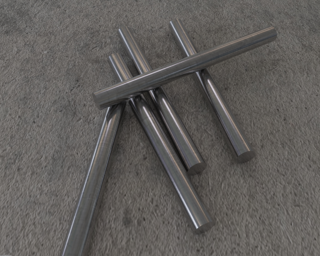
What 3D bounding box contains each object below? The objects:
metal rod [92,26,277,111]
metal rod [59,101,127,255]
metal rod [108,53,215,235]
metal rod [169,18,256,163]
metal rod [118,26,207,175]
[{"bbox_3d":[0.048,-0.092,0.446,0.302,0.025,0.025,-24,54,-19],"label":"metal rod"},{"bbox_3d":[-0.077,0.077,0.337,0.025,0.025,0.300,5,50,4],"label":"metal rod"},{"bbox_3d":[-0.013,-0.003,0.405,0.025,0.025,0.300,-18,52,-15],"label":"metal rod"},{"bbox_3d":[0.066,-0.076,0.466,0.025,0.025,0.300,-11,51,-9],"label":"metal rod"},{"bbox_3d":[-0.009,-0.059,0.452,0.025,0.025,0.300,-16,52,-13],"label":"metal rod"}]
